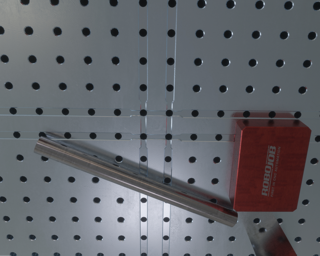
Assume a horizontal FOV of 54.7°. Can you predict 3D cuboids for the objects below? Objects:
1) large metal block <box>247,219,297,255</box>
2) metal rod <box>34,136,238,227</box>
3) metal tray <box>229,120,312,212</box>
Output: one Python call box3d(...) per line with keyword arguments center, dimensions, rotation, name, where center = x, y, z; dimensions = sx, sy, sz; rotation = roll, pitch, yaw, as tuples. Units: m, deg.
box3d(center=(0.179, 0.198, 0.459), dimensions=(0.050, 0.080, 0.080), rotation=(-29, 108, 10), name="large metal block")
box3d(center=(-0.028, 0.079, 0.442), dimensions=(0.302, 0.025, 0.025), rotation=(23, 109, -9), name="metal rod")
box3d(center=(0.150, 0.054, 0.432), dimensions=(0.091, 0.030, 0.129), rotation=(0, 110, -1), name="metal tray")
